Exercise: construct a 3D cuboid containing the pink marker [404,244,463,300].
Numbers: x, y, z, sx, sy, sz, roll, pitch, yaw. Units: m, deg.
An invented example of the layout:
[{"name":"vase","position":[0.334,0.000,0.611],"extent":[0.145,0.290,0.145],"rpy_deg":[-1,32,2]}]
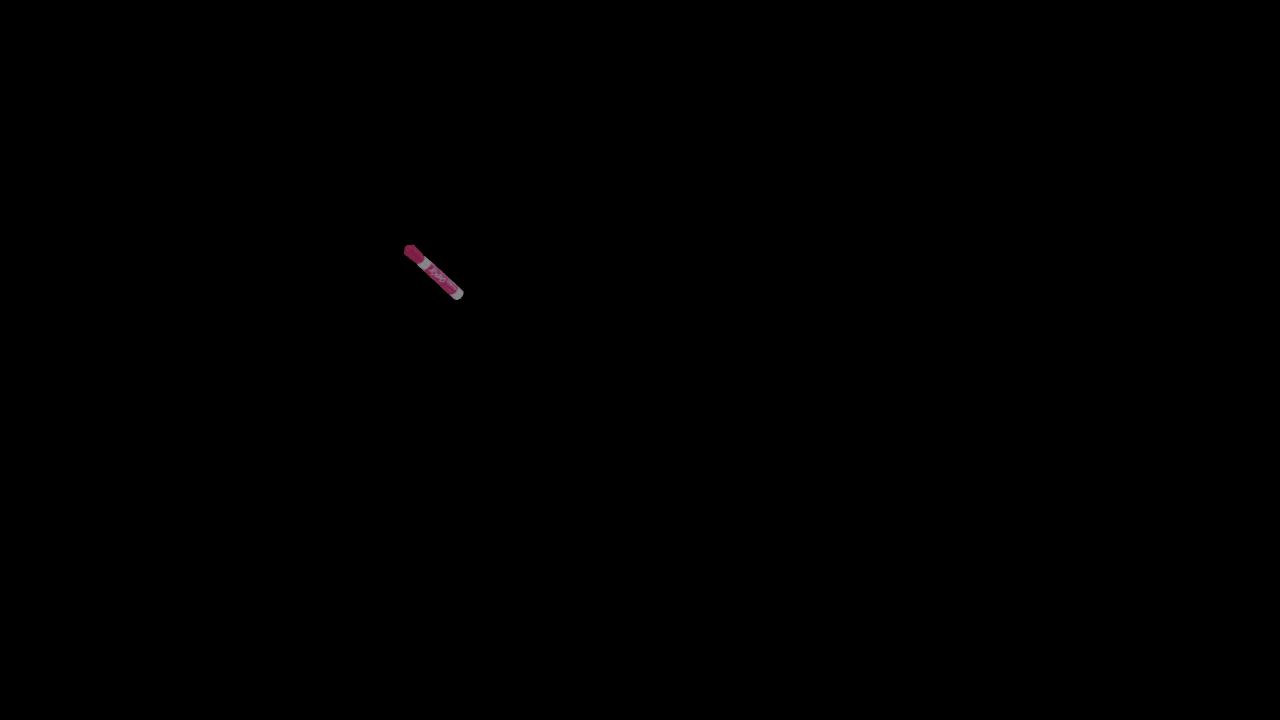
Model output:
[{"name":"pink marker","position":[-0.300,-0.127,0.896],"extent":[0.020,0.020,0.121],"rpy_deg":[0,-27,23]}]
